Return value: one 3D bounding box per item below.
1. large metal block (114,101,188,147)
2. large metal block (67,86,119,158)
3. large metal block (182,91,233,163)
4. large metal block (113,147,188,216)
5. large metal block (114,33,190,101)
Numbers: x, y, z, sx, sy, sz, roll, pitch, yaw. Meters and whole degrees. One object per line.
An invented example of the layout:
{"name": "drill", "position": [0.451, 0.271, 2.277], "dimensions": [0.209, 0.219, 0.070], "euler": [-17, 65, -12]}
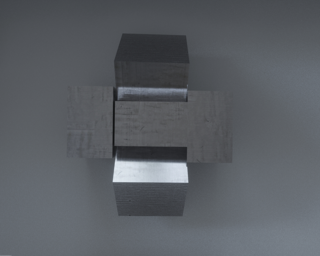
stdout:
{"name": "large metal block", "position": [-0.010, -0.005, 0.383], "dimensions": [0.081, 0.080, 0.050], "euler": [1, 90, 0]}
{"name": "large metal block", "position": [-0.077, -0.007, 0.382], "dimensions": [0.050, 0.080, 0.080], "euler": [1, 90, 0]}
{"name": "large metal block", "position": [0.056, -0.002, 0.383], "dimensions": [0.050, 0.080, 0.080], "euler": [1, 90, 0]}
{"name": "large metal block", "position": [-0.011, 0.066, 0.376], "dimensions": [0.081, 0.080, 0.050], "euler": [1, 48, -1]}
{"name": "large metal block", "position": [-0.009, -0.075, 0.376], "dimensions": [0.081, 0.080, 0.050], "euler": [2, 128, 0]}
